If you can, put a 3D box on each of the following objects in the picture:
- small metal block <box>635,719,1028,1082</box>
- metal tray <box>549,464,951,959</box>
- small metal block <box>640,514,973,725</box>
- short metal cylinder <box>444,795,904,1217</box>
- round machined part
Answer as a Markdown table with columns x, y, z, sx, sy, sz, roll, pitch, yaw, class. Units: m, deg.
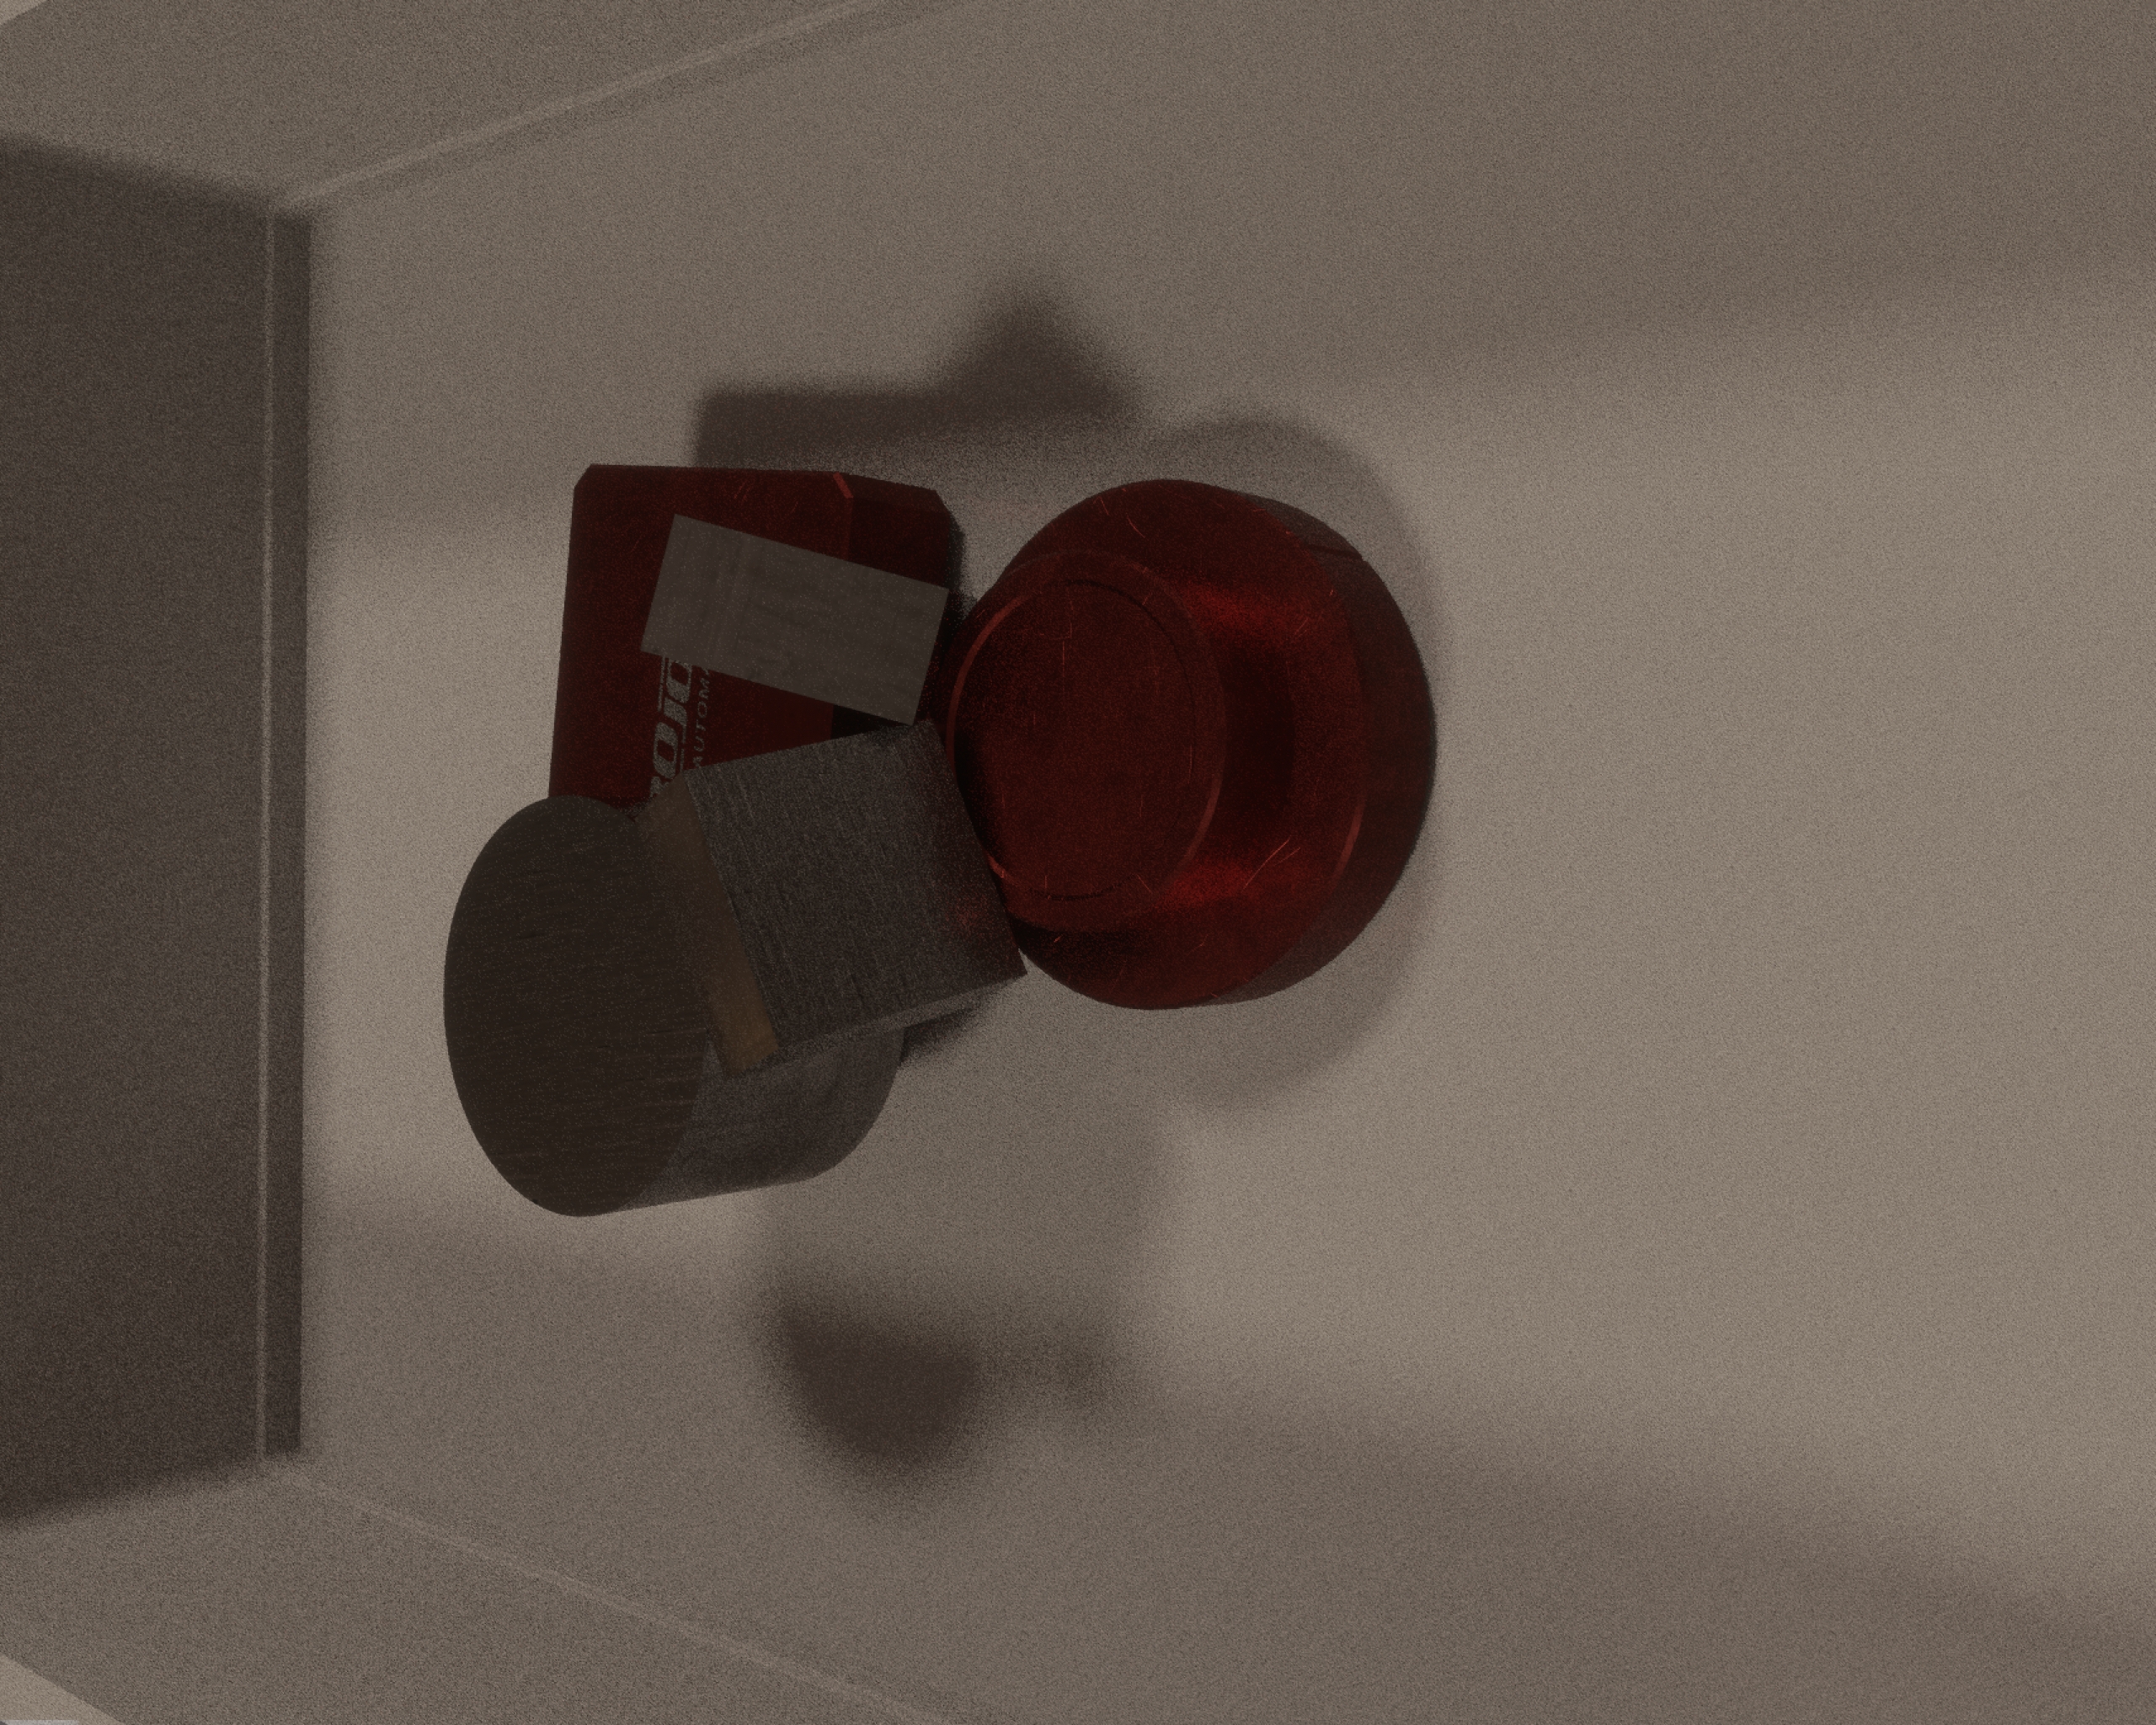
| x | y | z | sx | sy | sz | roll | pitch | yaw | class |
| --- | --- | --- | --- | --- | --- | --- | --- | --- | --- |
| -0.044 | 0.006 | 0.372 | 0.025 | 0.050 | 0.050 | -33 | 76 | 55 | small metal block |
| -0.076 | -0.020 | 0.459 | 0.090 | 0.030 | 0.129 | 10 | 96 | 39 | metal tray |
| -0.049 | -0.045 | 0.393 | 0.050 | 0.050 | 0.025 | 16 | 96 | 1 | small metal block |
| -0.081 | 0.027 | 0.413 | 0.080 | 0.050 | 0.079 | 0 | 90 | 39 | short metal cylinder |
| 0.011 | -0.022 | 0.382 | 0.098 | 0.042 | 0.097 | 0 | 90 | 39 | round machined part |
